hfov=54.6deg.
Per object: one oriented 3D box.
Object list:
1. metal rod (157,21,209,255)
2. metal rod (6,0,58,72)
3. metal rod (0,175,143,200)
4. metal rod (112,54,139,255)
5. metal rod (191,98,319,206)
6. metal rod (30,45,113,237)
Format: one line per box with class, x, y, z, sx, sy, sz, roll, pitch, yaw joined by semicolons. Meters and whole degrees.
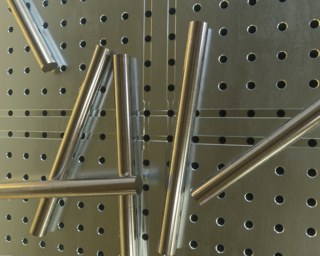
metal rod;0.029;0.015;0.402;0.025;0.025;0.298;9;93;20
metal rod;-0.241;-0.221;0.498;0.025;0.025;0.299;-33;80;17
metal rod;-0.168;0.088;0.444;0.301;0.025;0.025;-6;88;20
metal rod;-0.047;0.049;0.429;0.025;0.025;0.298;-3;89;20
metal rod;0.160;-0.003;0.355;0.300;0.025;0.025;-39;78;15
metal rod;-0.133;0.024;0.460;0.025;0.025;0.299;24;98;18
